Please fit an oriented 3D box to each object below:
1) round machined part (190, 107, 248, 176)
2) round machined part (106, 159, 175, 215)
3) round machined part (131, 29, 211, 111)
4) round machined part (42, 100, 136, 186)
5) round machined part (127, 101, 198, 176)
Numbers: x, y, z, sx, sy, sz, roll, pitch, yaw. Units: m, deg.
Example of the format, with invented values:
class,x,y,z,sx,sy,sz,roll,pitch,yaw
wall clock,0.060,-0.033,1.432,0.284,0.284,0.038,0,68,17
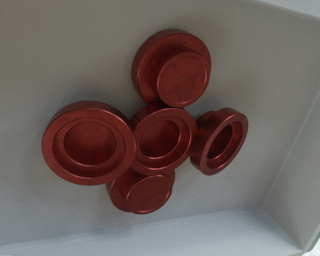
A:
class,x,y,z,sx,sy,sz,roll,pitch,yaw
round machined part,0.076,0.015,0.435,0.099,0.042,0.097,-28,135,-31
round machined part,-0.022,0.082,0.434,0.099,0.042,0.097,-14,124,-21
round machined part,0.019,-0.063,0.367,0.099,0.042,0.097,-14,124,-21
round machined part,-0.078,0.014,0.351,0.099,0.042,0.097,-4,117,-7
round machined part,-0.004,0.010,0.398,0.099,0.042,0.097,-14,124,-21
